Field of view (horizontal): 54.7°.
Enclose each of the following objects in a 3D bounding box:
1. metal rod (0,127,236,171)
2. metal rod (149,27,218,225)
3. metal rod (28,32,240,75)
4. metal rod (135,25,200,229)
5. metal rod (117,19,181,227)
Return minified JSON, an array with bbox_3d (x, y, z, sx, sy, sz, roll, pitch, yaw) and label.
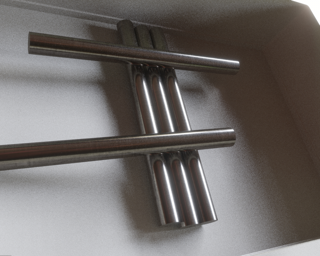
[{"bbox_3d":[-0.050,0.021,0.341,0.303,0.025,0.025,-4,64,-22],"label":"metal rod"},{"bbox_3d":[0.025,-0.020,0.429,0.025,0.025,0.299,1,61,-28],"label":"metal rod"},{"bbox_3d":[-0.015,-0.097,0.422,0.303,0.025,0.025,0,62,-28],"label":"metal rod"},{"bbox_3d":[0.002,-0.019,0.417,0.025,0.025,0.299,1,61,-28],"label":"metal rod"},{"bbox_3d":[-0.021,-0.024,0.408,0.025,0.025,0.299,1,61,-28],"label":"metal rod"}]
